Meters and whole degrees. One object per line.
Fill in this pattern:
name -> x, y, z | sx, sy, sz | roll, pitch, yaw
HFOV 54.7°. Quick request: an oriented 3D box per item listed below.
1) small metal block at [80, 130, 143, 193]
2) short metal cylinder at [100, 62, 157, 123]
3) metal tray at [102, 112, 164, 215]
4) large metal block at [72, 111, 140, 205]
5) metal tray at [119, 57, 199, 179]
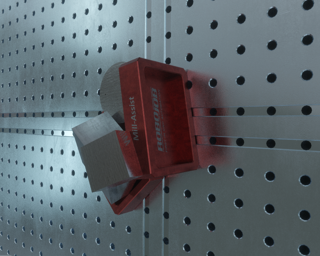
small metal block -> -0.052, 0.035, 0.327 | 0.050, 0.025, 0.050 | -25, 74, 25
short metal cylinder -> -0.036, -0.046, 0.420 | 0.080, 0.050, 0.079 | 0, 90, 39
metal tray -> -0.061, 0.047, 0.452 | 0.090, 0.030, 0.130 | -50, 61, 28
large metal block -> -0.066, 0.039, 0.405 | 0.080, 0.050, 0.080 | 47, 153, 29
metal tray -> 0.001, -0.010, 0.364 | 0.030, 0.091, 0.129 | -12, 83, 39
